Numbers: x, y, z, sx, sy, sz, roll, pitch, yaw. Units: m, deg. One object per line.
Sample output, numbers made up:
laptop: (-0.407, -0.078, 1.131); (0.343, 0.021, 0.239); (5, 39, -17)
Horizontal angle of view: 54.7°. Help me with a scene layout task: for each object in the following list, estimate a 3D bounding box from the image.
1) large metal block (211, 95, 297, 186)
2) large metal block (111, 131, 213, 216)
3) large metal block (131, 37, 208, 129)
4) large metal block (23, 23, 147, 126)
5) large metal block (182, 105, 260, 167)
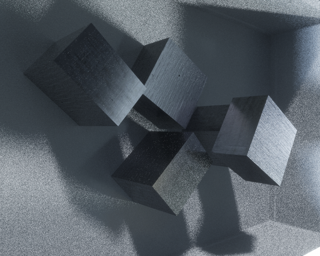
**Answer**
large metal block: (0.120, 0.016, 0.386); (0.080, 0.050, 0.080); (39, 67, -33)
large metal block: (0.002, 0.050, 0.373); (0.080, 0.080, 0.050); (-50, 120, -28)
large metal block: (0.005, -0.053, 0.395); (0.080, 0.050, 0.080); (38, 67, -34)
large metal block: (-0.075, -0.047, 0.308); (0.080, 0.080, 0.050); (49, 61, -29)
large metal block: (0.093, 0.013, 0.448); (0.080, 0.080, 0.050); (50, 60, -28)
